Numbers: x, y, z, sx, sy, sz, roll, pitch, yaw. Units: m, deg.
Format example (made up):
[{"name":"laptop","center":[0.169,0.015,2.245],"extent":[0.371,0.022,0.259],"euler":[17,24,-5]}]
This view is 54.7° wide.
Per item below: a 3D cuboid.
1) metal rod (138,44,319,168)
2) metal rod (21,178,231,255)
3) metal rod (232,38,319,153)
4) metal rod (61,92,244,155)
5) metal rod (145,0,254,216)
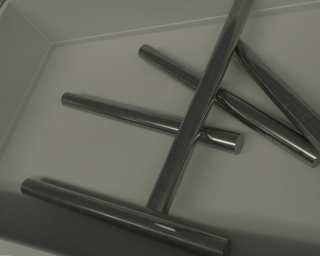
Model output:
[{"name":"metal rod","center":[0.067,-0.046,0.397],"extent":[0.025,0.025,0.300],"euler":[-47,52,-5]},{"name":"metal rod","center":[-0.064,0.102,0.374],"extent":[0.300,0.025,0.025],"euler":[8,66,31]},{"name":"metal rod","center":[0.142,-0.017,0.317],"extent":[0.025,0.025,0.300],"euler":[-31,45,8]},{"name":"metal rod","center":[-0.032,-0.014,0.429],"extent":[0.300,0.025,0.025],"euler":[15,70,33]},{"name":"metal rod","center":[0.055,-0.043,0.368],"extent":[0.025,0.025,0.300],"euler":[12,68,33]}]
